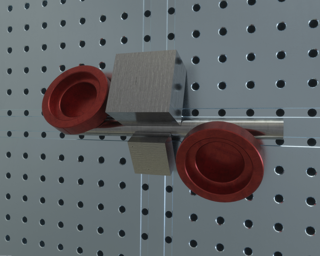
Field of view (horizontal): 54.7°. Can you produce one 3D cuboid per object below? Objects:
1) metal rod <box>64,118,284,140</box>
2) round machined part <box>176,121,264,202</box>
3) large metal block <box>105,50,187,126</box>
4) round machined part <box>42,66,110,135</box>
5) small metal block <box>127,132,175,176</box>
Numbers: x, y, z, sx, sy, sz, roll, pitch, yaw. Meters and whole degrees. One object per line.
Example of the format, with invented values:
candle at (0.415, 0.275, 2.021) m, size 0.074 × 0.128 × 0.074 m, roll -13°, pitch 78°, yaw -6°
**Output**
metal rod at (0.002, 0.000, 0.412) m, size 0.301 × 0.025 × 0.025 m, roll 1°, pitch 90°, yaw 19°
round machined part at (0.071, 0.036, 0.365) m, size 0.098 × 0.042 × 0.097 m, roll 8°, pitch 118°, yaw 16°
large metal block at (-0.015, -0.049, 0.393) m, size 0.080 × 0.050 × 0.080 m, roll 1°, pitch 72°, yaw 20°
round machined part at (-0.108, -0.035, 0.428) m, size 0.098 × 0.042 × 0.098 m, roll -8°, pitch 62°, yaw 15°
small metal block at (-0.010, 0.034, 0.406) m, size 0.050 × 0.025 × 0.050 m, roll 1°, pitch 119°, yaw 20°
